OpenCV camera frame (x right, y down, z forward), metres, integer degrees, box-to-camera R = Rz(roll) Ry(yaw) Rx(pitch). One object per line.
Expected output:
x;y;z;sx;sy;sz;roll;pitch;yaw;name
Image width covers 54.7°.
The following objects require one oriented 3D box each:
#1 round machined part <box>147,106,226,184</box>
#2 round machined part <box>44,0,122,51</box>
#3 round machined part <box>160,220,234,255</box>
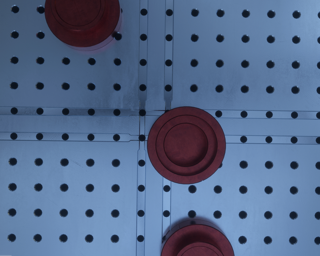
0.033;0.022;0.405;0.099;0.042;0.097;0;90;-1;round machined part
-0.102;-0.154;0.403;0.099;0.042;0.097;0;90;-1;round machined part
0.049;0.175;0.406;0.099;0.042;0.097;0;90;-1;round machined part
